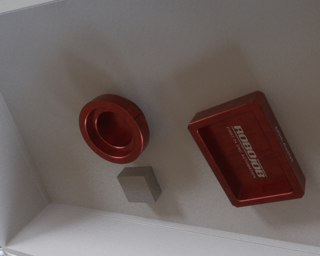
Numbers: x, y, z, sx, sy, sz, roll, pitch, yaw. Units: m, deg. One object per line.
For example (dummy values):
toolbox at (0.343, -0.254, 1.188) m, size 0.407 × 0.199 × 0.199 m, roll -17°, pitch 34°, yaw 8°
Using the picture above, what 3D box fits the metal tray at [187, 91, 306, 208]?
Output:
metal tray at (0.103, 0.031, 0.369) m, size 0.090 × 0.030 × 0.130 m, roll -21°, pitch 108°, yaw 35°

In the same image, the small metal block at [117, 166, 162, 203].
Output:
small metal block at (-0.031, 0.087, 0.478) m, size 0.050 × 0.025 × 0.050 m, roll -7°, pitch 115°, yaw 31°

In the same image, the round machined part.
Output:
round machined part at (-0.058, -0.002, 0.425) m, size 0.098 × 0.042 × 0.097 m, roll 13°, pitch 124°, yaw 20°
